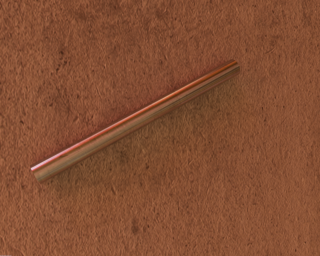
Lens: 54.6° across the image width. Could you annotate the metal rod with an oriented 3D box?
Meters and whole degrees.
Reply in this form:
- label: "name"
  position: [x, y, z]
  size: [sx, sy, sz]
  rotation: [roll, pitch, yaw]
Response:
- label: "metal rod"
  position: [-0.018, -0.017, 0.402]
  size: [0.302, 0.025, 0.025]
  rotation: [-29, 100, -18]
